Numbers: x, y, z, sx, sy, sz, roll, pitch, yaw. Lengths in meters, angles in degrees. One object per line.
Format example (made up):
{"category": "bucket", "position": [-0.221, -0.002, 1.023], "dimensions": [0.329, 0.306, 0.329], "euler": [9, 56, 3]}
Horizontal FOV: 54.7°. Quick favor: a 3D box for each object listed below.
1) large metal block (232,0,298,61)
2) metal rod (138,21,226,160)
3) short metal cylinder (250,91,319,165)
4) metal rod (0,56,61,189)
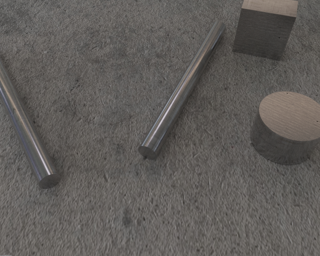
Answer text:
{"category": "large metal block", "position": [0.170, -0.165, 0.507], "dimensions": [0.080, 0.080, 0.050], "euler": [14, 52, 12]}
{"category": "metal rod", "position": [0.045, -0.075, 0.466], "dimensions": [0.025, 0.025, 0.301], "euler": [19, 52, 15]}
{"category": "short metal cylinder", "position": [0.159, 0.000, 0.388], "dimensions": [0.081, 0.050, 0.080], "euler": [0, 50, 0]}
{"category": "metal rod", "position": [-0.206, -0.036, 0.431], "dimensions": [0.025, 0.025, 0.300], "euler": [-26, 55, -20]}
